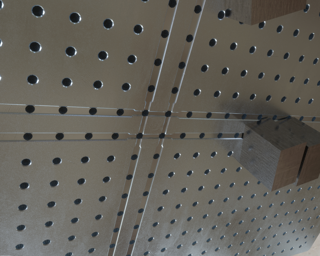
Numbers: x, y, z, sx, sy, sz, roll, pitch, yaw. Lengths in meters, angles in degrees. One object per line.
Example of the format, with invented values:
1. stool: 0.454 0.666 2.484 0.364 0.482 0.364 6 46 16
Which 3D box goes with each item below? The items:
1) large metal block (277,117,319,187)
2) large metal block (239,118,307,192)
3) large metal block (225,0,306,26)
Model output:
1. large metal block: 0.230 0.038 0.528 0.050 0.080 0.079 -13 124 -22
2. large metal block: 0.179 0.041 0.502 0.050 0.080 0.079 -15 125 -21
3. large metal block: 0.123 -0.173 0.357 0.081 0.050 0.079 -21 127 -16
